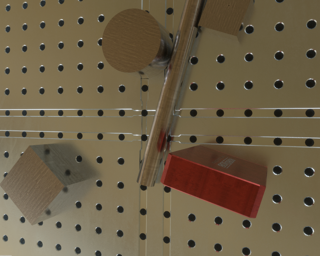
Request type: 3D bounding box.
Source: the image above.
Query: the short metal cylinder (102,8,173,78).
[{"bbox_3d":[-0.028,-0.109,0.408,0.080,0.050,0.079,0,90,19],"label":"short metal cylinder"}]

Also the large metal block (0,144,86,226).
[{"bbox_3d":[-0.173,0.081,0.459,0.080,0.050,0.080,44,103,14],"label":"large metal block"}]

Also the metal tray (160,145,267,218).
[{"bbox_3d":[0.065,0.050,0.333,0.090,0.130,0.030,18,96,19],"label":"metal tray"}]

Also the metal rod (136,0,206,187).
[{"bbox_3d":[0.020,-0.068,0.404,0.025,0.025,0.298,17,96,19],"label":"metal rod"}]

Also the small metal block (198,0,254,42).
[{"bbox_3d":[0.082,-0.141,0.383,0.050,0.025,0.050,22,97,18],"label":"small metal block"}]
